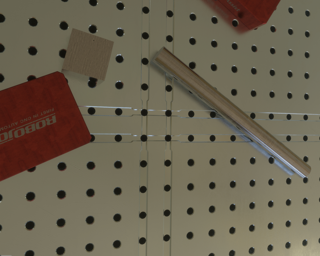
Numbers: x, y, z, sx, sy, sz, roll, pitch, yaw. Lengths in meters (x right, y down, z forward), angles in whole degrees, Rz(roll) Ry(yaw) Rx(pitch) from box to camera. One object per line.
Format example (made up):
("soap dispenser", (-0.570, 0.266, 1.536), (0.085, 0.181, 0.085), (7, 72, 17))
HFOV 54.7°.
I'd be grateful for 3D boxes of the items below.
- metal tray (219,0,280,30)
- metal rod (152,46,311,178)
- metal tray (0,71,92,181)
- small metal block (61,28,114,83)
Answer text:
("metal tray", (0.121, -0.221, 0.454), (0.130, 0.030, 0.090), (36, 78, -17))
("metal rod", (0.114, -0.014, 0.454), (0.301, 0.025, 0.025), (36, 79, -17))
("metal tray", (-0.157, 0.000, 0.352), (0.131, 0.030, 0.090), (-25, 98, -18))
("small metal block", (-0.089, -0.087, 0.380), (0.050, 0.025, 0.050), (14, 85, -20))
